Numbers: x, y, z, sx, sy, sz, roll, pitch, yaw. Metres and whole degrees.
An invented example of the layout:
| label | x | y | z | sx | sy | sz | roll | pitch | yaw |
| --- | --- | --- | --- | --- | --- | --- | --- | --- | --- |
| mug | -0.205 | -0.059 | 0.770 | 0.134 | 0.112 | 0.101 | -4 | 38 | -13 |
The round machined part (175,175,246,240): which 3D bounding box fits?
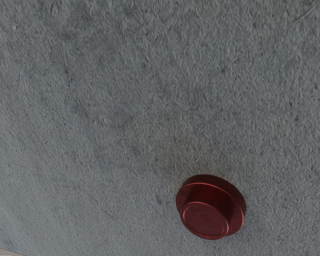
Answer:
| label | x | y | z | sx | sy | sz | roll | pitch | yaw |
| --- | --- | --- | --- | --- | --- | --- | --- | --- | --- |
| round machined part | 0.067 | 0.117 | 0.433 | 0.098 | 0.042 | 0.097 | 13 | 124 | 21 |
